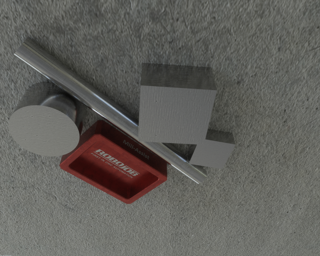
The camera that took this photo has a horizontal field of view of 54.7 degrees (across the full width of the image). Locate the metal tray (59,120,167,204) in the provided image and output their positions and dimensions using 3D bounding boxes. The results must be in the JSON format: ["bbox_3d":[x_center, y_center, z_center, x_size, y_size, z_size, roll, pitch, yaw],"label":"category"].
[{"bbox_3d":[-0.064,0.054,0.451,0.130,0.030,0.090,36,121,-27],"label":"metal tray"}]

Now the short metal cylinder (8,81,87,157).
[{"bbox_3d":[-0.135,-0.011,0.381,0.081,0.050,0.079,0,130,0],"label":"short metal cylinder"}]

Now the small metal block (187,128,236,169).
[{"bbox_3d":[0.071,0.028,0.434,0.050,0.025,0.050,10,130,-9],"label":"small metal block"}]

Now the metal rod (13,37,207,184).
[{"bbox_3d":[-0.044,-0.007,0.401,0.025,0.025,0.301,-37,122,27],"label":"metal rod"}]

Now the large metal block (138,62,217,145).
[{"bbox_3d":[0.017,-0.028,0.369,0.081,0.050,0.079,3,130,-3],"label":"large metal block"}]
